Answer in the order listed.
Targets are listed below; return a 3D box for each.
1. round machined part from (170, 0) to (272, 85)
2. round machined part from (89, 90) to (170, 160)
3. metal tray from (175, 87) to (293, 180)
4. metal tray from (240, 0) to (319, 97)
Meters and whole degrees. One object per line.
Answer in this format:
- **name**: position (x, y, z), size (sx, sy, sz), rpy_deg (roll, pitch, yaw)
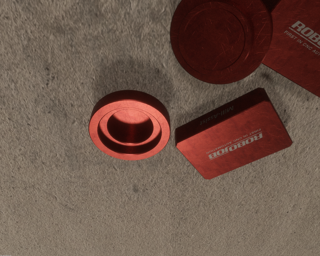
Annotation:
- **round machined part**: position (0.056, -0.088, 0.298), size (0.098, 0.042, 0.097), rpy_deg (10, 119, 18)
- **round machined part**: position (-0.037, -0.008, 0.389), size (0.099, 0.042, 0.097), rpy_deg (-1, 130, 0)
- **metal tray**: position (0.097, 0.013, 0.416), size (0.130, 0.030, 0.090), rpy_deg (-27, 126, 21)
- **metal tray**: position (0.160, -0.094, 0.326), size (0.131, 0.030, 0.089), rpy_deg (24, 126, -20)
